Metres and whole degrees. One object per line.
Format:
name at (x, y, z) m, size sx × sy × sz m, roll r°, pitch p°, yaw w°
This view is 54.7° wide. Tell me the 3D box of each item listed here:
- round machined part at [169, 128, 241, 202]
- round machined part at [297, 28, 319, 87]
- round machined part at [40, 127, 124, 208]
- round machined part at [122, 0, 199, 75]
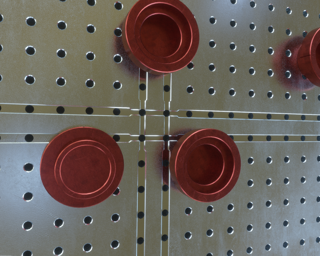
round machined part at (0.058, 0.049, 0.427) m, size 0.099 × 0.042 × 0.097 m, roll 0°, pitch 90°, yaw -21°
round machined part at (0.265, -0.114, 0.504) m, size 0.099 × 0.042 × 0.097 m, roll 0°, pitch 90°, yaw -21°
round machined part at (-0.091, 0.047, 0.371) m, size 0.099 × 0.042 × 0.097 m, roll 0°, pitch 90°, yaw -21°
round machined part at (-0.002, -0.118, 0.404) m, size 0.099 × 0.042 × 0.097 m, roll 0°, pitch 90°, yaw -21°
